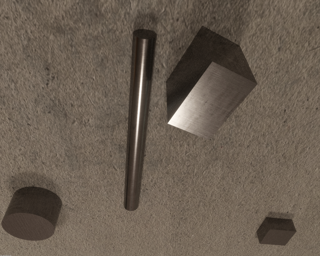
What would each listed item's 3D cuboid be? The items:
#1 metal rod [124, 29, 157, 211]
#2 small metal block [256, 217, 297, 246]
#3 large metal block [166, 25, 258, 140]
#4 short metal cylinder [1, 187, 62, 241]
[{"bbox_3d":[-0.032,0.015,0.419,0.025,0.025,0.298,4,130,-4],"label":"metal rod"},{"bbox_3d":[0.215,0.193,0.575,0.050,0.025,0.050,7,130,-6],"label":"small metal block"},{"bbox_3d":[0.049,-0.048,0.331,0.050,0.080,0.080,22,127,-18],"label":"large metal block"},{"bbox_3d":[-0.208,0.141,0.508,0.081,0.050,0.079,0,130,0],"label":"short metal cylinder"}]
